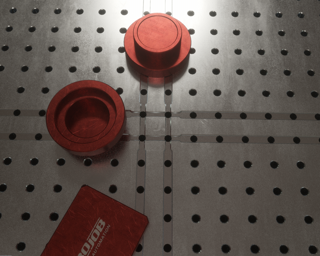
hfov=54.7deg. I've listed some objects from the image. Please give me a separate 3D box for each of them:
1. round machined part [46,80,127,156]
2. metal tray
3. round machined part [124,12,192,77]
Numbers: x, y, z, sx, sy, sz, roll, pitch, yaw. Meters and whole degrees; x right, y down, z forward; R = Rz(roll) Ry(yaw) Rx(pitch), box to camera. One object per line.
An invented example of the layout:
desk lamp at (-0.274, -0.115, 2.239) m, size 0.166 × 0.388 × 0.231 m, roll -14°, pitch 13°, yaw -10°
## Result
round machined part at (-0.093, -0.010, 0.405) m, size 0.099 × 0.042 × 0.098 m, roll 0°, pitch 70°, yaw -1°
metal tray at (-0.080, 0.144, 0.356) m, size 0.090 × 0.030 × 0.130 m, roll 26°, pitch 72°, yaw 8°
round machined part at (-0.003, -0.127, 0.449) m, size 0.099 × 0.042 × 0.098 m, roll 0°, pitch 70°, yaw -1°
